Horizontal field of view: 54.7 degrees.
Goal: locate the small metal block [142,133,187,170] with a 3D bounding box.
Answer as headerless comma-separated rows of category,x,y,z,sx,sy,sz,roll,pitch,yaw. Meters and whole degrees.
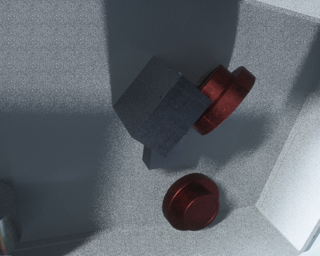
small metal block,0.006,0.027,0.430,0.050,0.025,0.050,-6,121,-26

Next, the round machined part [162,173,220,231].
round machined part,0.057,0.126,0.500,0.099,0.042,0.097,-12,116,-25

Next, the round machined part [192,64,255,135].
round machined part,0.069,-0.041,0.388,0.042,0.098,0.098,41,96,-4

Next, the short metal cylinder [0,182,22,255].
short metal cylinder,-0.194,0.101,0.330,0.081,0.080,0.050,-10,123,-23

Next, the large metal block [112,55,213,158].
large metal block,-0.001,-0.027,0.355,0.050,0.080,0.080,35,99,-34
